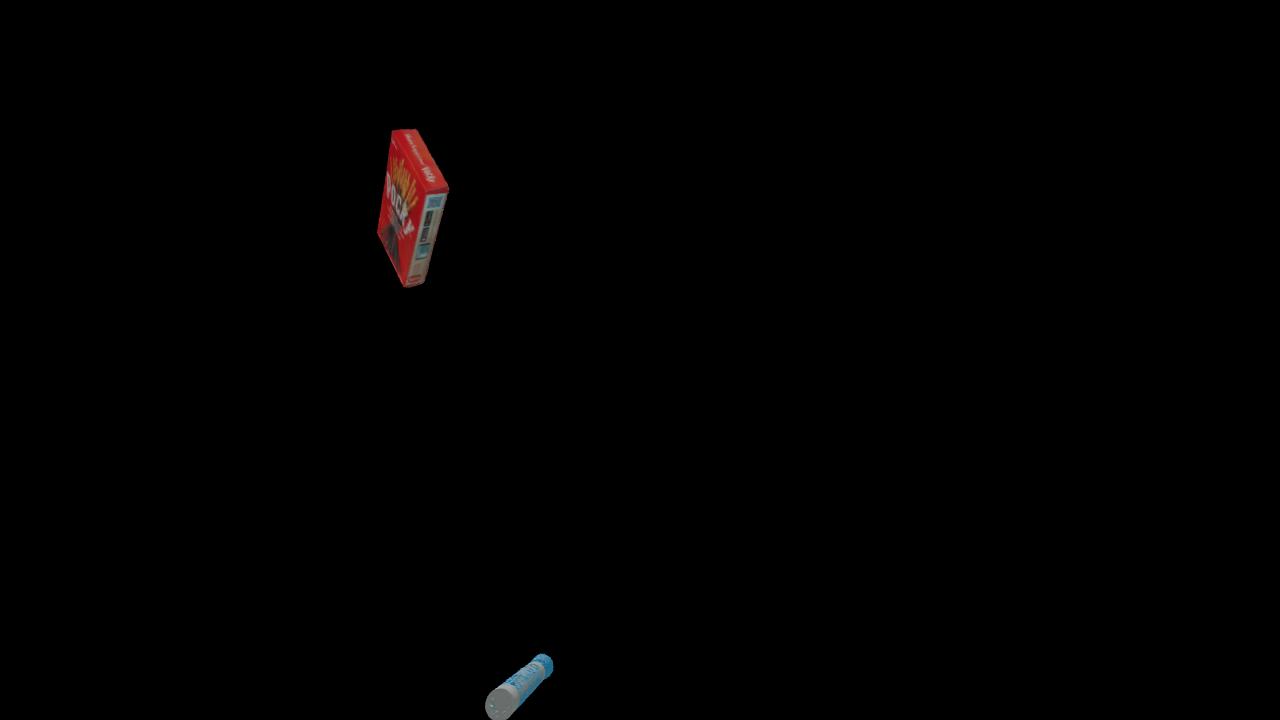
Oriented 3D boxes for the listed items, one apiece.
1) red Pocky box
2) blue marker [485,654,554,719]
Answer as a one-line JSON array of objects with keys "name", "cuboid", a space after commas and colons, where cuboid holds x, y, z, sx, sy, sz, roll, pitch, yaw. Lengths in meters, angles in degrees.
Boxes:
[{"name": "red Pocky box", "cuboid": [-0.242, -0.155, 0.646, 0.028, 0.083, 0.155, -18, -21, -37]}, {"name": "blue marker", "cuboid": [-0.083, 0.232, 0.442, 0.020, 0.020, 0.121, 0, -15, 5]}]
